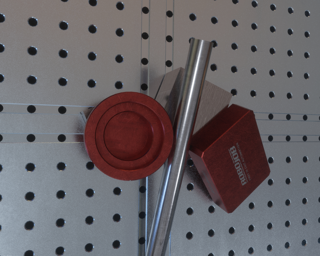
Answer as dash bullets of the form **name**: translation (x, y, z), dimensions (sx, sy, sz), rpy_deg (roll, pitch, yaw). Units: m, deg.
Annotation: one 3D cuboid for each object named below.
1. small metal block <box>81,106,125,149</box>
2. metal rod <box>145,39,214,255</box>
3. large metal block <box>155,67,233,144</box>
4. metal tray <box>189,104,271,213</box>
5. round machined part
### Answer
- **small metal block**: translation (-0.064, -0.006, 0.386), dimensions (0.050, 0.025, 0.050), rpy_deg (-23, 98, -19)
- **metal rod**: translation (0.018, 0.047, 0.373), dimensions (0.025, 0.025, 0.298), rpy_deg (7, 104, -20)
- **large metal block**: translation (0.037, -0.023, 0.410), dimensions (0.080, 0.050, 0.080), rpy_deg (24, 82, -19)
- **metal tray**: translation (0.097, 0.044, 0.415), dimensions (0.090, 0.030, 0.130), rpy_deg (-40, 128, -15)
- **round machined part**: translation (-0.038, 0.009, 0.357), dimensions (0.099, 0.042, 0.097), rpy_deg (0, 91, -17)
